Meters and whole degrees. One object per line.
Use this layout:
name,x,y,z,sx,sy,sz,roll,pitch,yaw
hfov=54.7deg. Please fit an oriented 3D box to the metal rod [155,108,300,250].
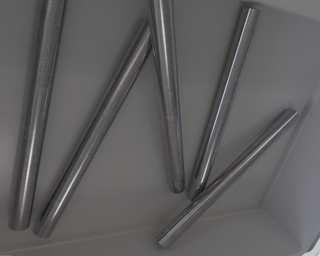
metal rod,0.112,0.075,0.490,0.301,0.025,0.025,-42,130,-10

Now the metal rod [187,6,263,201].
metal rod,0.085,-0.016,0.445,0.025,0.025,0.298,-2,120,-27

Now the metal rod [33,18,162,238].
metal rod,-0.081,0.012,0.371,0.025,0.025,0.298,20,108,-36

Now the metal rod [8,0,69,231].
metal rod,-0.132,-0.011,0.329,0.025,0.025,0.298,4,116,-31

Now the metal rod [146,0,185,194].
metal rod,0.013,-0.020,0.382,0.025,0.025,0.298,-21,133,-16
